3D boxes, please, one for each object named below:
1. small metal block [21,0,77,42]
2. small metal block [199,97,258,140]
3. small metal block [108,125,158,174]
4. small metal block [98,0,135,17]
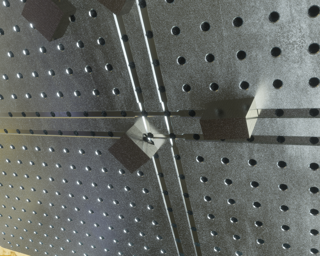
[{"bbox_3d":[-0.142,-0.148,0.395,0.050,0.025,0.050,45,129,-3],"label":"small metal block"},{"bbox_3d":[0.078,-0.011,0.347,0.050,0.050,0.025,-3,117,30],"label":"small metal block"},{"bbox_3d":[-0.040,0.031,0.452,0.050,0.025,0.050,46,129,-4],"label":"small metal block"},{"bbox_3d":[-0.049,-0.160,0.339,0.050,0.025,0.050,39,129,1],"label":"small metal block"}]
